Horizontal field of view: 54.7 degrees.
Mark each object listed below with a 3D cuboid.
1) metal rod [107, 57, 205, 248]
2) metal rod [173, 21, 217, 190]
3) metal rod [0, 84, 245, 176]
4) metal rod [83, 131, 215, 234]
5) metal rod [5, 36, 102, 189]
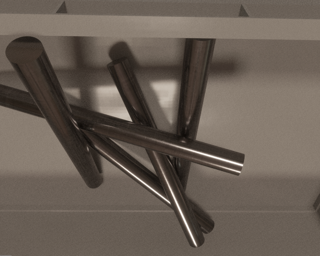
[{"bbox_3d":[0.004,0.050,0.411,0.025,0.025,0.299,-17,116,13],"label":"metal rod"},{"bbox_3d":[0.031,0.008,0.369,0.025,0.025,0.298,0,145,-1],"label":"metal rod"},{"bbox_3d":[-0.055,-0.001,0.355,0.301,0.025,0.025,16,130,7],"label":"metal rod"},{"bbox_3d":[-0.026,0.068,0.444,0.025,0.025,0.300,-37,115,26],"label":"metal rod"},{"bbox_3d":[-0.098,0.014,0.347,0.025,0.025,0.299,1,153,-1],"label":"metal rod"}]
